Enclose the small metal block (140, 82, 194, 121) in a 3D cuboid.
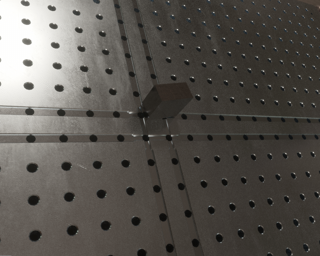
[{"bbox_3d":[0.008,-0.036,0.420,0.050,0.050,0.025,-10,67,-33],"label":"small metal block"}]
